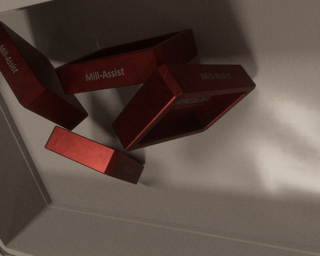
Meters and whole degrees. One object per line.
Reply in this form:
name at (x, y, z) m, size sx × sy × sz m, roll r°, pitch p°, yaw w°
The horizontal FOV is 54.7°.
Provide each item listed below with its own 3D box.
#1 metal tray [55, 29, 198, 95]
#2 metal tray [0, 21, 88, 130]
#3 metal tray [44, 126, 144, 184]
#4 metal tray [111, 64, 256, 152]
metal tray at (-0.036, -0.072, 0.338) m, size 0.130 × 0.090 × 0.030 m, roll -4°, pitch 115°, yaw 29°
metal tray at (-0.150, -0.062, 0.376) m, size 0.030 × 0.090 × 0.130 m, roll -42°, pitch 64°, yaw 2°
metal tray at (-0.081, 0.041, 0.419) m, size 0.090 × 0.030 × 0.130 m, roll 20°, pitch 170°, yaw 15°
metal tray at (0.027, -0.023, 0.311) m, size 0.090 × 0.131 × 0.030 m, roll -46°, pitch 67°, yaw 39°
